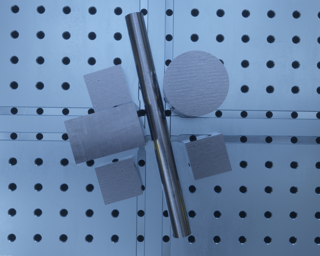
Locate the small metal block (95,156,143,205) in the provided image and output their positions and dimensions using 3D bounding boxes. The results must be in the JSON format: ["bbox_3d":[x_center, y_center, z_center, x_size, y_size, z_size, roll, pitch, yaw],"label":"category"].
[{"bbox_3d":[-0.054,0.069,0.413,0.050,0.025,0.050,-16,90,-1],"label":"small metal block"}]

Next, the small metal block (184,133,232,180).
[{"bbox_3d":[0.063,0.037,0.414,0.050,0.025,0.050,-15,90,-1],"label":"small metal block"}]

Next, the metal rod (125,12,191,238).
[{"bbox_3d":[-0.002,-0.004,0.413,0.025,0.025,0.298,-12,90,0],"label":"metal rod"}]

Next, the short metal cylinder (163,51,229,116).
[{"bbox_3d":[0.044,-0.055,0.401,0.081,0.050,0.079,0,90,-1],"label":"short metal cylinder"}]

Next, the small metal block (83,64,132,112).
[{"bbox_3d":[-0.068,-0.052,0.412,0.050,0.025,0.050,-17,90,-1],"label":"small metal block"}]

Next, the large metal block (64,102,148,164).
[{"bbox_3d":[-0.061,0.005,0.384,0.080,0.080,0.050,-15,90,0],"label":"large metal block"}]
